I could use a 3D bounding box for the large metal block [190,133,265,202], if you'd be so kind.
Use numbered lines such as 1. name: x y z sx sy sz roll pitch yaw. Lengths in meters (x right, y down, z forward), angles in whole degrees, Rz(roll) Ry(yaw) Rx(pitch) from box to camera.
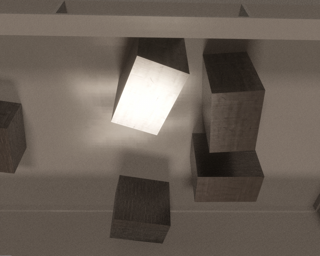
1. large metal block: 0.085 0.052 0.419 0.081 0.080 0.050 0 130 -1

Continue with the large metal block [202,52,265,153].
1. large metal block: 0.077 -0.030 0.349 0.050 0.080 0.079 -4 130 2

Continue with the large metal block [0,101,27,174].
1. large metal block: -0.224 0.009 0.397 0.081 0.050 0.079 8 130 -8

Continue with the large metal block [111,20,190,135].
1. large metal block: -0.012 -0.053 0.328 0.050 0.080 0.079 17 128 -14

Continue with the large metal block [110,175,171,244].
1. large metal block: -0.030 0.125 0.479 0.081 0.080 0.050 10 129 -9
